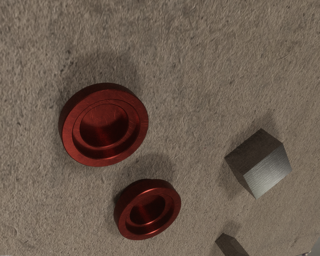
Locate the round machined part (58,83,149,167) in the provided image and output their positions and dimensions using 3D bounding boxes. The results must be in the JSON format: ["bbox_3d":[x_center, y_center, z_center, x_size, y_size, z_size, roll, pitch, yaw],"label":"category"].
[{"bbox_3d":[-0.066,-0.007,0.356,0.099,0.042,0.097,-14,125,-21],"label":"round machined part"}]

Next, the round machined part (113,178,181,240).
[{"bbox_3d":[-0.021,0.114,0.456,0.099,0.042,0.097,-14,125,-21],"label":"round machined part"}]

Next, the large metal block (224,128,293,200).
[{"bbox_3d":[0.167,0.061,0.523,0.080,0.050,0.080,-38,130,-3],"label":"large metal block"}]

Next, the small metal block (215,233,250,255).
[{"bbox_3d":[0.146,0.245,0.625,0.050,0.050,0.025,34,99,-39],"label":"small metal block"}]
